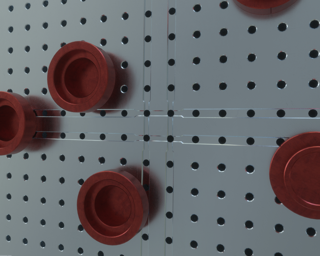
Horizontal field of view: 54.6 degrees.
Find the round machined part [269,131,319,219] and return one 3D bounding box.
[{"bbox_3d":[0.173,0.053,0.342,0.098,0.042,0.097,0,90,20],"label":"round machined part"}]

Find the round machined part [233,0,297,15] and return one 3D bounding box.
[{"bbox_3d":[0.125,-0.188,0.360,0.098,0.042,0.097,0,90,20],"label":"round machined part"}]

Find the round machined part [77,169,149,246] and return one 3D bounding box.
[{"bbox_3d":[-0.060,0.105,0.425,0.098,0.042,0.097,0,90,20],"label":"round machined part"}]

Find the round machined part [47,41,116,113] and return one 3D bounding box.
[{"bbox_3d":[-0.107,-0.070,0.442,0.098,0.042,0.097,0,90,20],"label":"round machined part"}]

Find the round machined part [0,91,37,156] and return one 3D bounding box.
[{"bbox_3d":[-0.236,-0.007,0.488,0.098,0.042,0.097,0,90,20],"label":"round machined part"}]
